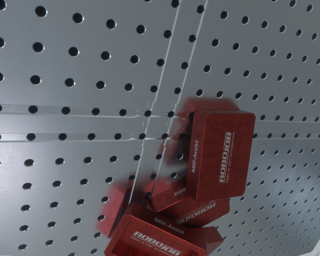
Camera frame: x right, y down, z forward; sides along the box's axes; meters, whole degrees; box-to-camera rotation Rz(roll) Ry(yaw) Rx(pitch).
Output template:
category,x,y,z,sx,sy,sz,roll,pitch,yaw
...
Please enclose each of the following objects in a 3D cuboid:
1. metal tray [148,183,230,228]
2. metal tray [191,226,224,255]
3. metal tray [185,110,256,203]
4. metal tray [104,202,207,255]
category,x,y,z,sx,sy,sz,roll,pitch,yaw
metal tray,0.052,0.131,0.516,0.131,0.030,0.090,-23,127,-15
metal tray,0.040,0.226,0.543,0.091,0.030,0.129,14,122,-45
metal tray,0.089,0.039,0.458,0.091,0.030,0.129,-1,103,-28
metal tray,-0.007,0.178,0.466,0.130,0.030,0.090,27,113,-5
